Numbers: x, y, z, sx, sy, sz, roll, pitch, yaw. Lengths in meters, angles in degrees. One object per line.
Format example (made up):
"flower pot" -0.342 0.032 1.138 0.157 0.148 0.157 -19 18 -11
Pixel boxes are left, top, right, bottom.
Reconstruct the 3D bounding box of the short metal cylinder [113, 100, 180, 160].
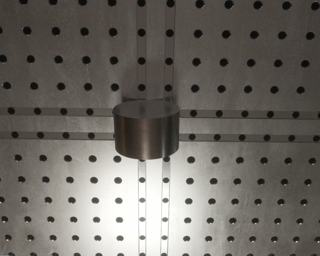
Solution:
"short metal cylinder" -0.016 -0.001 0.384 0.081 0.080 0.050 0 110 -1
